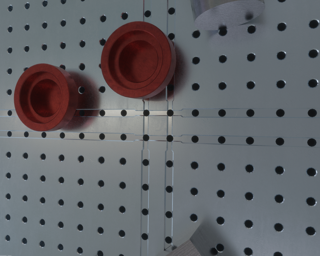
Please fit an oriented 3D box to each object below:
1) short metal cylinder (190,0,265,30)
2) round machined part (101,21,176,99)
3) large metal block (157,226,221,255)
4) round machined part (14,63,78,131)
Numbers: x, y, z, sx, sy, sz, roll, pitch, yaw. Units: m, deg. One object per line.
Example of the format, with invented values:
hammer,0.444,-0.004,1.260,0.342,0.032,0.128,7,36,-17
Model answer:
short metal cylinder,0.075,-0.152,0.357,0.080,0.080,0.050,-10,87,20
round machined part,-0.025,-0.087,0.412,0.098,0.042,0.097,0,90,20
large metal block,0.037,0.185,0.386,0.080,0.050,0.080,-40,77,15
round machined part,-0.163,-0.044,0.461,0.098,0.042,0.097,0,90,20
